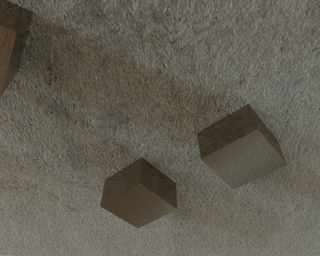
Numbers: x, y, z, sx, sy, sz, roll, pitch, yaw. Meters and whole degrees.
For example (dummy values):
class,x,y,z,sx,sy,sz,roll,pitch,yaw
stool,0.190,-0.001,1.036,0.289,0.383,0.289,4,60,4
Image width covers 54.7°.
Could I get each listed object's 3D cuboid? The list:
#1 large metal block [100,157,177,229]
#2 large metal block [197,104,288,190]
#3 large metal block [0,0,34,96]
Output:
class,x,y,z,sx,sy,sz,roll,pitch,yaw
large metal block,-0.031,0.102,0.477,0.080,0.050,0.080,-34,123,25
large metal block,0.108,0.027,0.415,0.080,0.050,0.080,-32,123,24
large metal block,-0.185,-0.091,0.312,0.080,0.050,0.080,22,127,-18
